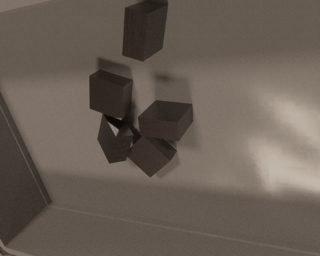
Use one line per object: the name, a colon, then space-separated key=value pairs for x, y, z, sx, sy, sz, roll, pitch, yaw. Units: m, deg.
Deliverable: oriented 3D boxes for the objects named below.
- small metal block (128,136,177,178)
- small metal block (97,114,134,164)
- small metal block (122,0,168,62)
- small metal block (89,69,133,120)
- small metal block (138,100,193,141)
small metal block: x=-0.013 y=0.035 z=0.436 sx=0.050 sy=0.025 sz=0.050 roll=43 pitch=129 yaw=-3
small metal block: x=-0.064 y=0.013 z=0.432 sx=0.050 sy=0.025 sz=0.050 roll=55 pitch=139 yaw=37
small metal block: x=-0.016 y=-0.106 z=0.334 sx=0.025 sy=0.050 sz=0.050 roll=20 pitch=126 yaw=16
small metal block: x=-0.066 y=-0.045 z=0.414 sx=0.050 sy=0.025 sz=0.050 roll=20 pitch=126 yaw=16
small metal block: x=0.008 y=-0.011 z=0.381 sx=0.050 sy=0.050 sz=0.025 roll=8 pitch=122 yaw=23
